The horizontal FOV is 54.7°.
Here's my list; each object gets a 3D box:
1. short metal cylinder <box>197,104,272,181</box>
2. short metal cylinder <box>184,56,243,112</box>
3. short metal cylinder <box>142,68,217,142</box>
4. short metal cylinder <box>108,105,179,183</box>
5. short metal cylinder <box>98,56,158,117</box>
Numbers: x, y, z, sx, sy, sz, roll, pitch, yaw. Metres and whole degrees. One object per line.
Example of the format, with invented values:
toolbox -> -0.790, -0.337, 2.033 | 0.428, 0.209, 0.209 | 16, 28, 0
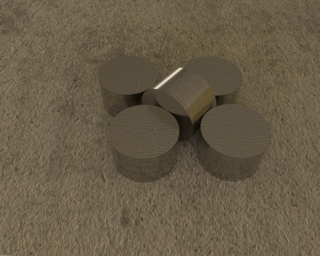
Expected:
short metal cylinder -> 0.087, 0.017, 0.374 | 0.081, 0.050, 0.080 | 0, 50, 0
short metal cylinder -> 0.070, -0.055, 0.434 | 0.081, 0.050, 0.080 | 0, 50, 0
short metal cylinder -> 0.024, -0.029, 0.394 | 0.080, 0.080, 0.050 | 32, 57, 24
short metal cylinder -> -0.018, 0.018, 0.372 | 0.081, 0.050, 0.080 | 0, 50, 0
short metal cylinder -> -0.043, -0.057, 0.434 | 0.081, 0.050, 0.080 | 0, 50, 0
